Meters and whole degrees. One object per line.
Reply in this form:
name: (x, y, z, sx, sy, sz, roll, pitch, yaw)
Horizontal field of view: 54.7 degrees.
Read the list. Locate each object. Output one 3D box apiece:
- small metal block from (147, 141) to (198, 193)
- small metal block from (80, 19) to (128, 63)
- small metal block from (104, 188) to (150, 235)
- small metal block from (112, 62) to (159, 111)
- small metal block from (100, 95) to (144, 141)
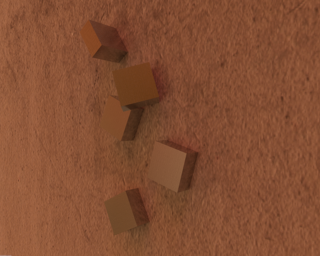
small metal block: (0.015, 0.047, 0.391, 0.050, 0.025, 0.050, 20, 103, 38)
small metal block: (-0.082, -0.126, 0.454, 0.025, 0.050, 0.050, -42, 65, 32)
small metal block: (-0.048, 0.119, 0.442, 0.050, 0.025, 0.050, -33, 70, 35)
small metal block: (-0.032, -0.054, 0.412, 0.050, 0.025, 0.050, -15, 78, -3)
small metal block: (-0.056, -0.015, 0.449, 0.050, 0.025, 0.050, 31, 109, 35)
